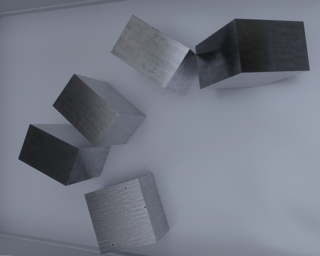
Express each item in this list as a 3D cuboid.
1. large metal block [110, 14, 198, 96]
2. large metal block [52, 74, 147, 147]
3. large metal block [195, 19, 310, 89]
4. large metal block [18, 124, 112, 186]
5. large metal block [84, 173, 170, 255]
[{"bbox_3d":[0.001,-0.086,0.381,0.080,0.080,0.050,36,102,16],"label":"large metal block"},{"bbox_3d":[-0.076,-0.022,0.408,0.080,0.080,0.050,41,103,15],"label":"large metal block"},{"bbox_3d":[0.094,-0.075,0.330,0.081,0.080,0.050,-5,88,-21],"label":"large metal block"},{"bbox_3d":[-0.128,0.033,0.426,0.080,0.080,0.050,24,98,18],"label":"large metal block"},{"bbox_3d":[-0.043,0.112,0.412,0.080,0.050,0.080,-19,84,19],"label":"large metal block"}]
